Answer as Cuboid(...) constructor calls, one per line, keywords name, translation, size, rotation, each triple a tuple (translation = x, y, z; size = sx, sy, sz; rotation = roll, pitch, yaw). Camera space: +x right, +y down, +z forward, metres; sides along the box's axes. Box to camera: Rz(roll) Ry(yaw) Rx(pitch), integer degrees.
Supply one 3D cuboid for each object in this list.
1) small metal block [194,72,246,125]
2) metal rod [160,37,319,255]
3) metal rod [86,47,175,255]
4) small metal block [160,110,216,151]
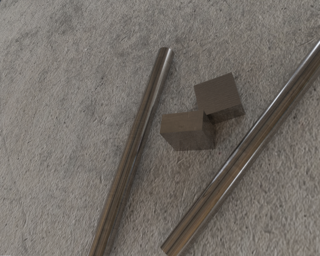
Cuboid(name="small metal block", translation=(0.074, -0.035, 0.386), size=(0.050, 0.025, 0.050), rotation=(-18, 55, 17))
Cuboid(name="metal rod", translation=(0.104, 0.015, 0.339), size=(0.025, 0.025, 0.300), rotation=(33, 80, 38))
Cuboid(name="metal rod", translation=(-0.031, 0.018, 0.407), size=(0.025, 0.025, 0.300), rotation=(3, 63, 29))
Cuboid(name="small metal block", translation=(0.034, 0.005, 0.366), size=(0.050, 0.050, 0.025), rotation=(-5, 60, 25))
